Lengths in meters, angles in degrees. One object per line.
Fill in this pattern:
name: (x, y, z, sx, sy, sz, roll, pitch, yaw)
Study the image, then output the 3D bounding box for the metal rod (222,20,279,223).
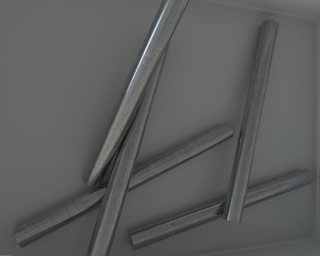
metal rod: (0.133, -0.017, 0.446, 0.025, 0.025, 0.299, 18, 78, -20)

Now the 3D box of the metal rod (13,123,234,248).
metal rod: (-0.031, 0.064, 0.399, 0.302, 0.025, 0.025, -25, 99, -19)

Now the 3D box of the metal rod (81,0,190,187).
metal rod: (-0.019, -0.062, 0.340, 0.025, 0.025, 0.298, 21, 108, -19)

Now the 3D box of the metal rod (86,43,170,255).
metal rod: (-0.037, 0.024, 0.377, 0.025, 0.025, 0.299, 20, 76, -19)

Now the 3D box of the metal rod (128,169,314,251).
metal rod: (0.101, 0.112, 0.449, 0.302, 0.025, 0.025, -14, 95, -20)
